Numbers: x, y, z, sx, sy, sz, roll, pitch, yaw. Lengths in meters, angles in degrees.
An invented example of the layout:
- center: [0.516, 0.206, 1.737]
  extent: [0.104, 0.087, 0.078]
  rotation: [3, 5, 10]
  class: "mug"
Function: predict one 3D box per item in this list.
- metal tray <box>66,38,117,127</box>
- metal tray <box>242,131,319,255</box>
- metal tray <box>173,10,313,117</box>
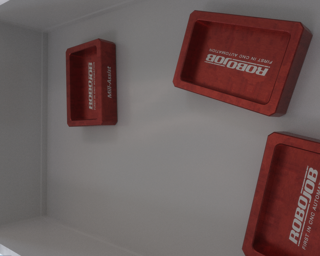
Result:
- center: [-0.111, -0.068, 0.495]
  extent: [0.090, 0.030, 0.129]
  rotation: [-2, 89, 40]
  class: "metal tray"
- center: [0.137, 0.075, 0.290]
  extent: [0.090, 0.030, 0.129]
  rotation: [17, 101, 38]
  class: "metal tray"
- center: [0.081, -0.073, 0.336]
  extent: [0.130, 0.030, 0.089]
  rotation: [24, 105, 37]
  class: "metal tray"
